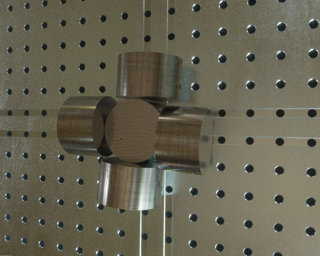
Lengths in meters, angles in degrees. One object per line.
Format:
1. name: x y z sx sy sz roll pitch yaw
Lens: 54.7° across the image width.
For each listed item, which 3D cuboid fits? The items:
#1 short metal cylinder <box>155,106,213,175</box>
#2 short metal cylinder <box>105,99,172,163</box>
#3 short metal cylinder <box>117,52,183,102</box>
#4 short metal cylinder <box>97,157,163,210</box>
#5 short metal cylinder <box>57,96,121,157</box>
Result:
1. short metal cylinder: 0.031 0.014 0.372 0.050 0.080 0.079 4 92 19
2. short metal cylinder: -0.025 0.003 0.409 0.080 0.050 0.080 0 90 18
3. short metal cylinder: -0.013 -0.061 0.387 0.080 0.080 0.050 3 91 20
4. short metal cylinder: -0.037 0.068 0.395 0.080 0.080 0.050 7 92 20
5. short metal cylinder: -0.092 -0.003 0.416 0.050 0.080 0.079 2 91 19
